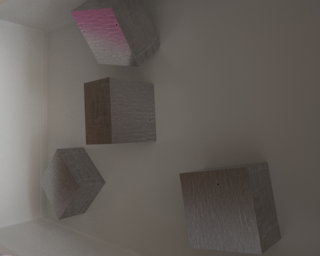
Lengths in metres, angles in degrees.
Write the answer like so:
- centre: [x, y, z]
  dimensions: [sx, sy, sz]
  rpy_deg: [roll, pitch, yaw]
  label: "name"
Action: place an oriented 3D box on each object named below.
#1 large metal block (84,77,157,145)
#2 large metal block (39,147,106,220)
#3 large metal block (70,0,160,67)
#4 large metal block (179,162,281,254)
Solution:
- centre: [-0.052, -0.020, 0.414]
  dimensions: [0.050, 0.081, 0.080]
  rpy_deg: [-4, 87, 40]
  label: "large metal block"
- centre: [-0.146, 0.089, 0.512]
  dimensions: [0.080, 0.050, 0.080]
  rpy_deg: [50, 119, 28]
  label: "large metal block"
- centre: [-0.058, -0.131, 0.412]
  dimensions: [0.080, 0.050, 0.080]
  rpy_deg: [13, 141, 39]
  label: "large metal block"
- centre: [0.073, 0.082, 0.330]
  dimensions: [0.080, 0.050, 0.080]
  rpy_deg: [-13, 82, 39]
  label: "large metal block"
